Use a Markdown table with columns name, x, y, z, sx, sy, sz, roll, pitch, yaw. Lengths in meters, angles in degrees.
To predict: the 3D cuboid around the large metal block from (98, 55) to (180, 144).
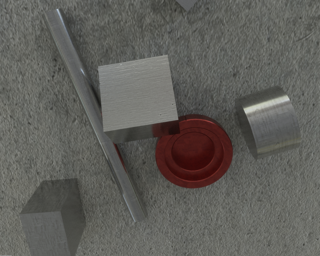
| name | x | y | z | sx | sy | sz | roll | pitch | yaw |
| --- | --- | --- | --- | --- | --- | --- | --- | --- | --- |
| large metal block | -0.023 | -0.032 | 0.364 | 0.080 | 0.050 | 0.080 | -9 | 71 | 3 |

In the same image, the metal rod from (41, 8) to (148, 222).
| name | x | y | z | sx | sy | sz | roll | pitch | yaw |
| --- | --- | --- | --- | --- | --- | --- | --- | --- | --- |
| metal rod | -0.077 | -0.002 | 0.407 | 0.025 | 0.025 | 0.298 | -18 | 109 | 6 |

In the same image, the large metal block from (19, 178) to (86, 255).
| name | x | y | z | sx | sy | sz | roll | pitch | yaw |
| --- | --- | --- | --- | --- | --- | --- | --- | --- | --- |
| large metal block | -0.142 | 0.126 | 0.425 | 0.050 | 0.080 | 0.079 | -5 | 110 | 1 |

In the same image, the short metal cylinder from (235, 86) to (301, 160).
| name | x | y | z | sx | sy | sz | roll | pitch | yaw |
| --- | --- | --- | --- | --- | --- | --- | --- | --- | --- |
| short metal cylinder | 0.130 | -0.006 | 0.380 | 0.050 | 0.080 | 0.080 | -18 | 109 | 6 |

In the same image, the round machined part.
| name | x | y | z | sx | sy | sz | roll | pitch | yaw |
| --- | --- | --- | --- | --- | --- | --- | --- | --- | --- |
| round machined part | 0.043 | 0.027 | 0.411 | 0.099 | 0.042 | 0.097 | 0 | 110 | -1 |

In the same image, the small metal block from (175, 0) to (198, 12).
| name | x | y | z | sx | sy | sz | roll | pitch | yaw |
| --- | --- | --- | --- | --- | --- | --- | --- | --- | --- |
| small metal block | 0.029 | -0.168 | 0.348 | 0.050 | 0.025 | 0.050 | 40 | 105 | -14 |
